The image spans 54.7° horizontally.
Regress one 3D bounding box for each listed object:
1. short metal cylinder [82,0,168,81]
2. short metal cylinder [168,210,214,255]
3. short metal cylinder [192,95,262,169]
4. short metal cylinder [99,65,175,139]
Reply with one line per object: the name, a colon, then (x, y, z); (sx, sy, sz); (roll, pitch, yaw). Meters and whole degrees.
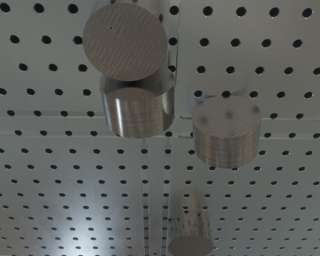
short metal cylinder: (-0.033, -0.095, 0.314); (0.081, 0.050, 0.079); (0, 130, 0)
short metal cylinder: (0.054, 0.193, 0.560); (0.081, 0.050, 0.079); (0, 130, 0)
short metal cylinder: (0.081, 0.003, 0.379); (0.080, 0.080, 0.050); (-5, 130, 4)
short metal cylinder: (-0.024, -0.033, 0.347); (0.080, 0.080, 0.050); (-1, 130, 1)
